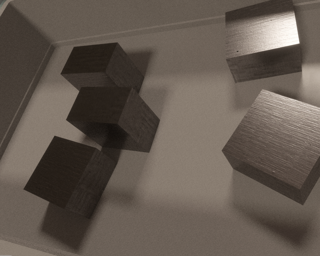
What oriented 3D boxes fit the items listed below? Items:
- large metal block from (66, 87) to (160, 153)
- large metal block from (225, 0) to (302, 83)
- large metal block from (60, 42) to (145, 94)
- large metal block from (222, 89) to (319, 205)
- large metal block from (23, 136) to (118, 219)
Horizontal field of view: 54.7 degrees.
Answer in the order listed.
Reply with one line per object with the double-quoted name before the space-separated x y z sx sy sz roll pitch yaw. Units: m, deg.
"large metal block" -0.058 -0.010 0.406 0.080 0.080 0.050 4 64 30
"large metal block" 0.129 -0.110 0.389 0.080 0.050 0.080 -8 58 24
"large metal block" -0.082 -0.077 0.459 0.080 0.080 0.050 3 64 29
"large metal block" 0.124 0.017 0.314 0.080 0.050 0.080 27 77 37
"large metal block" -0.117 0.064 0.410 0.080 0.050 0.080 12 68 33
